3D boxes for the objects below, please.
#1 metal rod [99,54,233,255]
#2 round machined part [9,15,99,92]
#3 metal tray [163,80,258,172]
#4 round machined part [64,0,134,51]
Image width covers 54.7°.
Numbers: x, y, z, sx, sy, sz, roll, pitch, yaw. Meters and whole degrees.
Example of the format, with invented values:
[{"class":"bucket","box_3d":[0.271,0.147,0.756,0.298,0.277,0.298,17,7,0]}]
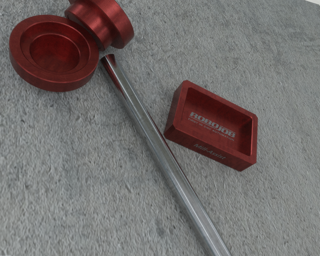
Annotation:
[{"class":"metal rod","box_3d":[0.002,0.032,0.384,0.025,0.025,0.299,-20,72,-36]},{"class":"round machined part","box_3d":[-0.127,-0.084,0.373,0.099,0.042,0.098,11,60,-20]},{"class":"metal tray","box_3d":[0.077,-0.003,0.443,0.131,0.030,0.090,25,53,-13]},{"class":"round machined part","box_3d":[-0.085,-0.139,0.405,0.098,0.098,0.042,40,80,-1]}]
